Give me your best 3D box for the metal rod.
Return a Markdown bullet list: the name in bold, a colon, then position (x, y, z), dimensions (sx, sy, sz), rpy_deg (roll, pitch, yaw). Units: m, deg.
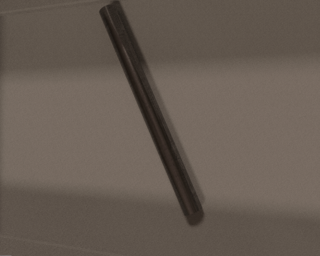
- **metal rod**: position (-0.015, -0.029, 0.414), dimensions (0.025, 0.025, 0.299), rpy_deg (-26, 82, 18)
